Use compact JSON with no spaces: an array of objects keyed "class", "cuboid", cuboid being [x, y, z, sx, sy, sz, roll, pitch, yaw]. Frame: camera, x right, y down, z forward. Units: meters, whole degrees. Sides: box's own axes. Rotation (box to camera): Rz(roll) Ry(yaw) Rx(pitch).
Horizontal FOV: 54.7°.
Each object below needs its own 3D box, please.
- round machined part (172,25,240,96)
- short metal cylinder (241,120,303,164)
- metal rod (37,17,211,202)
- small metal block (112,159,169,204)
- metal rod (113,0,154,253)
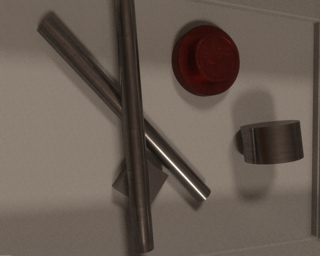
[{"class":"round machined part","cuboid":[0.070,-0.094,0.428,0.099,0.042,0.097,0,90,-21]},{"class":"short metal cylinder","cuboid":[0.159,0.019,0.442,0.081,0.080,0.050,-9,94,-20]},{"class":"metal rod","cuboid":[-0.036,-0.013,0.397,0.025,0.025,0.300,-46,105,-14]},{"class":"small metal block","cuboid":[-0.026,0.068,0.402,0.050,0.025,0.050,35,78,-17]},{"class":"metal rod","cuboid":[-0.031,-0.001,0.372,0.025,0.025,0.298,-5,92,-20]}]
